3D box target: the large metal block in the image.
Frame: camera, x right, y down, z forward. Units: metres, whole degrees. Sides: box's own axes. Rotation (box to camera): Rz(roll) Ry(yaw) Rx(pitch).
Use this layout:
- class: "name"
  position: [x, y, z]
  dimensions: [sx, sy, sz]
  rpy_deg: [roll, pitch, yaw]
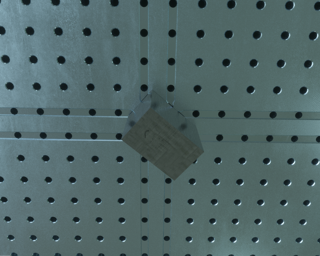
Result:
- class: "large metal block"
  position: [0.003, 0.006, 0.386]
  dimensions: [0.080, 0.080, 0.050]
  rpy_deg: [39, 106, -14]
